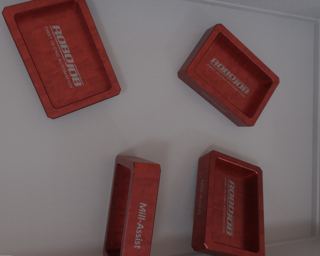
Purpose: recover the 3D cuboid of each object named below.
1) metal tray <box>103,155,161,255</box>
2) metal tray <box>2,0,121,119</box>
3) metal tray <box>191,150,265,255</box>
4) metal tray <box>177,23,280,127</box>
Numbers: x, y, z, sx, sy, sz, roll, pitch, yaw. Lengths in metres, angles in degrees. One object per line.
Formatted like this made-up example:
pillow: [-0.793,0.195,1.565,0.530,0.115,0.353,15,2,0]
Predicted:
metal tray: [-0.036,0.101,0.363,0.030,0.090,0.129,8,87,-20]
metal tray: [-0.113,-0.085,0.366,0.091,0.030,0.129,-24,98,-19]
metal tray: [0.093,0.104,0.414,0.091,0.030,0.130,21,57,-18]
metal tray: [0.101,-0.073,0.446,0.130,0.030,0.090,37,78,-17]
